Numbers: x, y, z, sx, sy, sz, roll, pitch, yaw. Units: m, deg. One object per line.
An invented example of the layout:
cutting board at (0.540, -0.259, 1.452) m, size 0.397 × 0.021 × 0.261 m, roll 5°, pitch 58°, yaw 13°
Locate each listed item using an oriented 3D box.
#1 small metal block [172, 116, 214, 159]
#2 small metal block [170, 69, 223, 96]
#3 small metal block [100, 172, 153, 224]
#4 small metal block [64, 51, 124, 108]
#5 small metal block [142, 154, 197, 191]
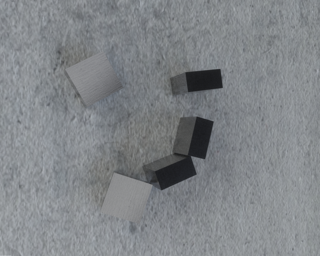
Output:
small metal block at (0.043, 0.012, 0.413) m, size 0.025 × 0.050 × 0.050 m, roll 15°, pitch 85°, yaw -20°
small metal block at (0.048, -0.061, 0.415) m, size 0.050 × 0.050 × 0.025 m, roll -9°, pitch 94°, yaw -20°
small metal block at (-0.042, 0.086, 0.390) m, size 0.050 × 0.025 × 0.050 m, roll 20°, pitch 83°, yaw -8°
small metal block at (-0.081, -0.059, 0.380) m, size 0.050 × 0.025 × 0.050 m, roll -32°, pitch 101°, yaw -18°
small metal block at (0.011, 0.055, 0.401) m, size 0.050 × 0.050 × 0.025 m, roll -21°, pitch 98°, yaw -19°
